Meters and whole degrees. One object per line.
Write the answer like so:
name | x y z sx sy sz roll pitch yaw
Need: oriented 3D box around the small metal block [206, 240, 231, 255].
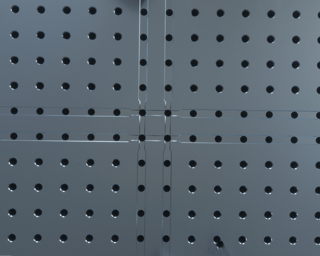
small metal block | 0.088 0.183 0.402 0.025 0.050 0.050 -31 90 0
